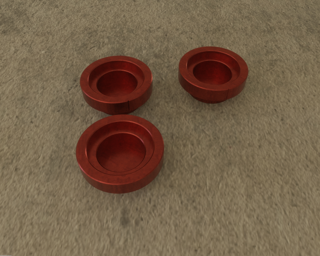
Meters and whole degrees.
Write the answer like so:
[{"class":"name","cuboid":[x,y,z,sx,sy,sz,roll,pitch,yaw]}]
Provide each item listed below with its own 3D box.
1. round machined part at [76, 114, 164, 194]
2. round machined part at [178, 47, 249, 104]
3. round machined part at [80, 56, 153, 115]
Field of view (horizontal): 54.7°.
[{"class":"round machined part","cuboid":[-0.045,0.034,0.363,0.099,0.042,0.098,0,50,0]},{"class":"round machined part","cuboid":[0.076,-0.074,0.455,0.099,0.042,0.098,0,50,0]},{"class":"round machined part","cuboid":[-0.060,-0.056,0.438,0.099,0.042,0.098,0,50,0]}]
